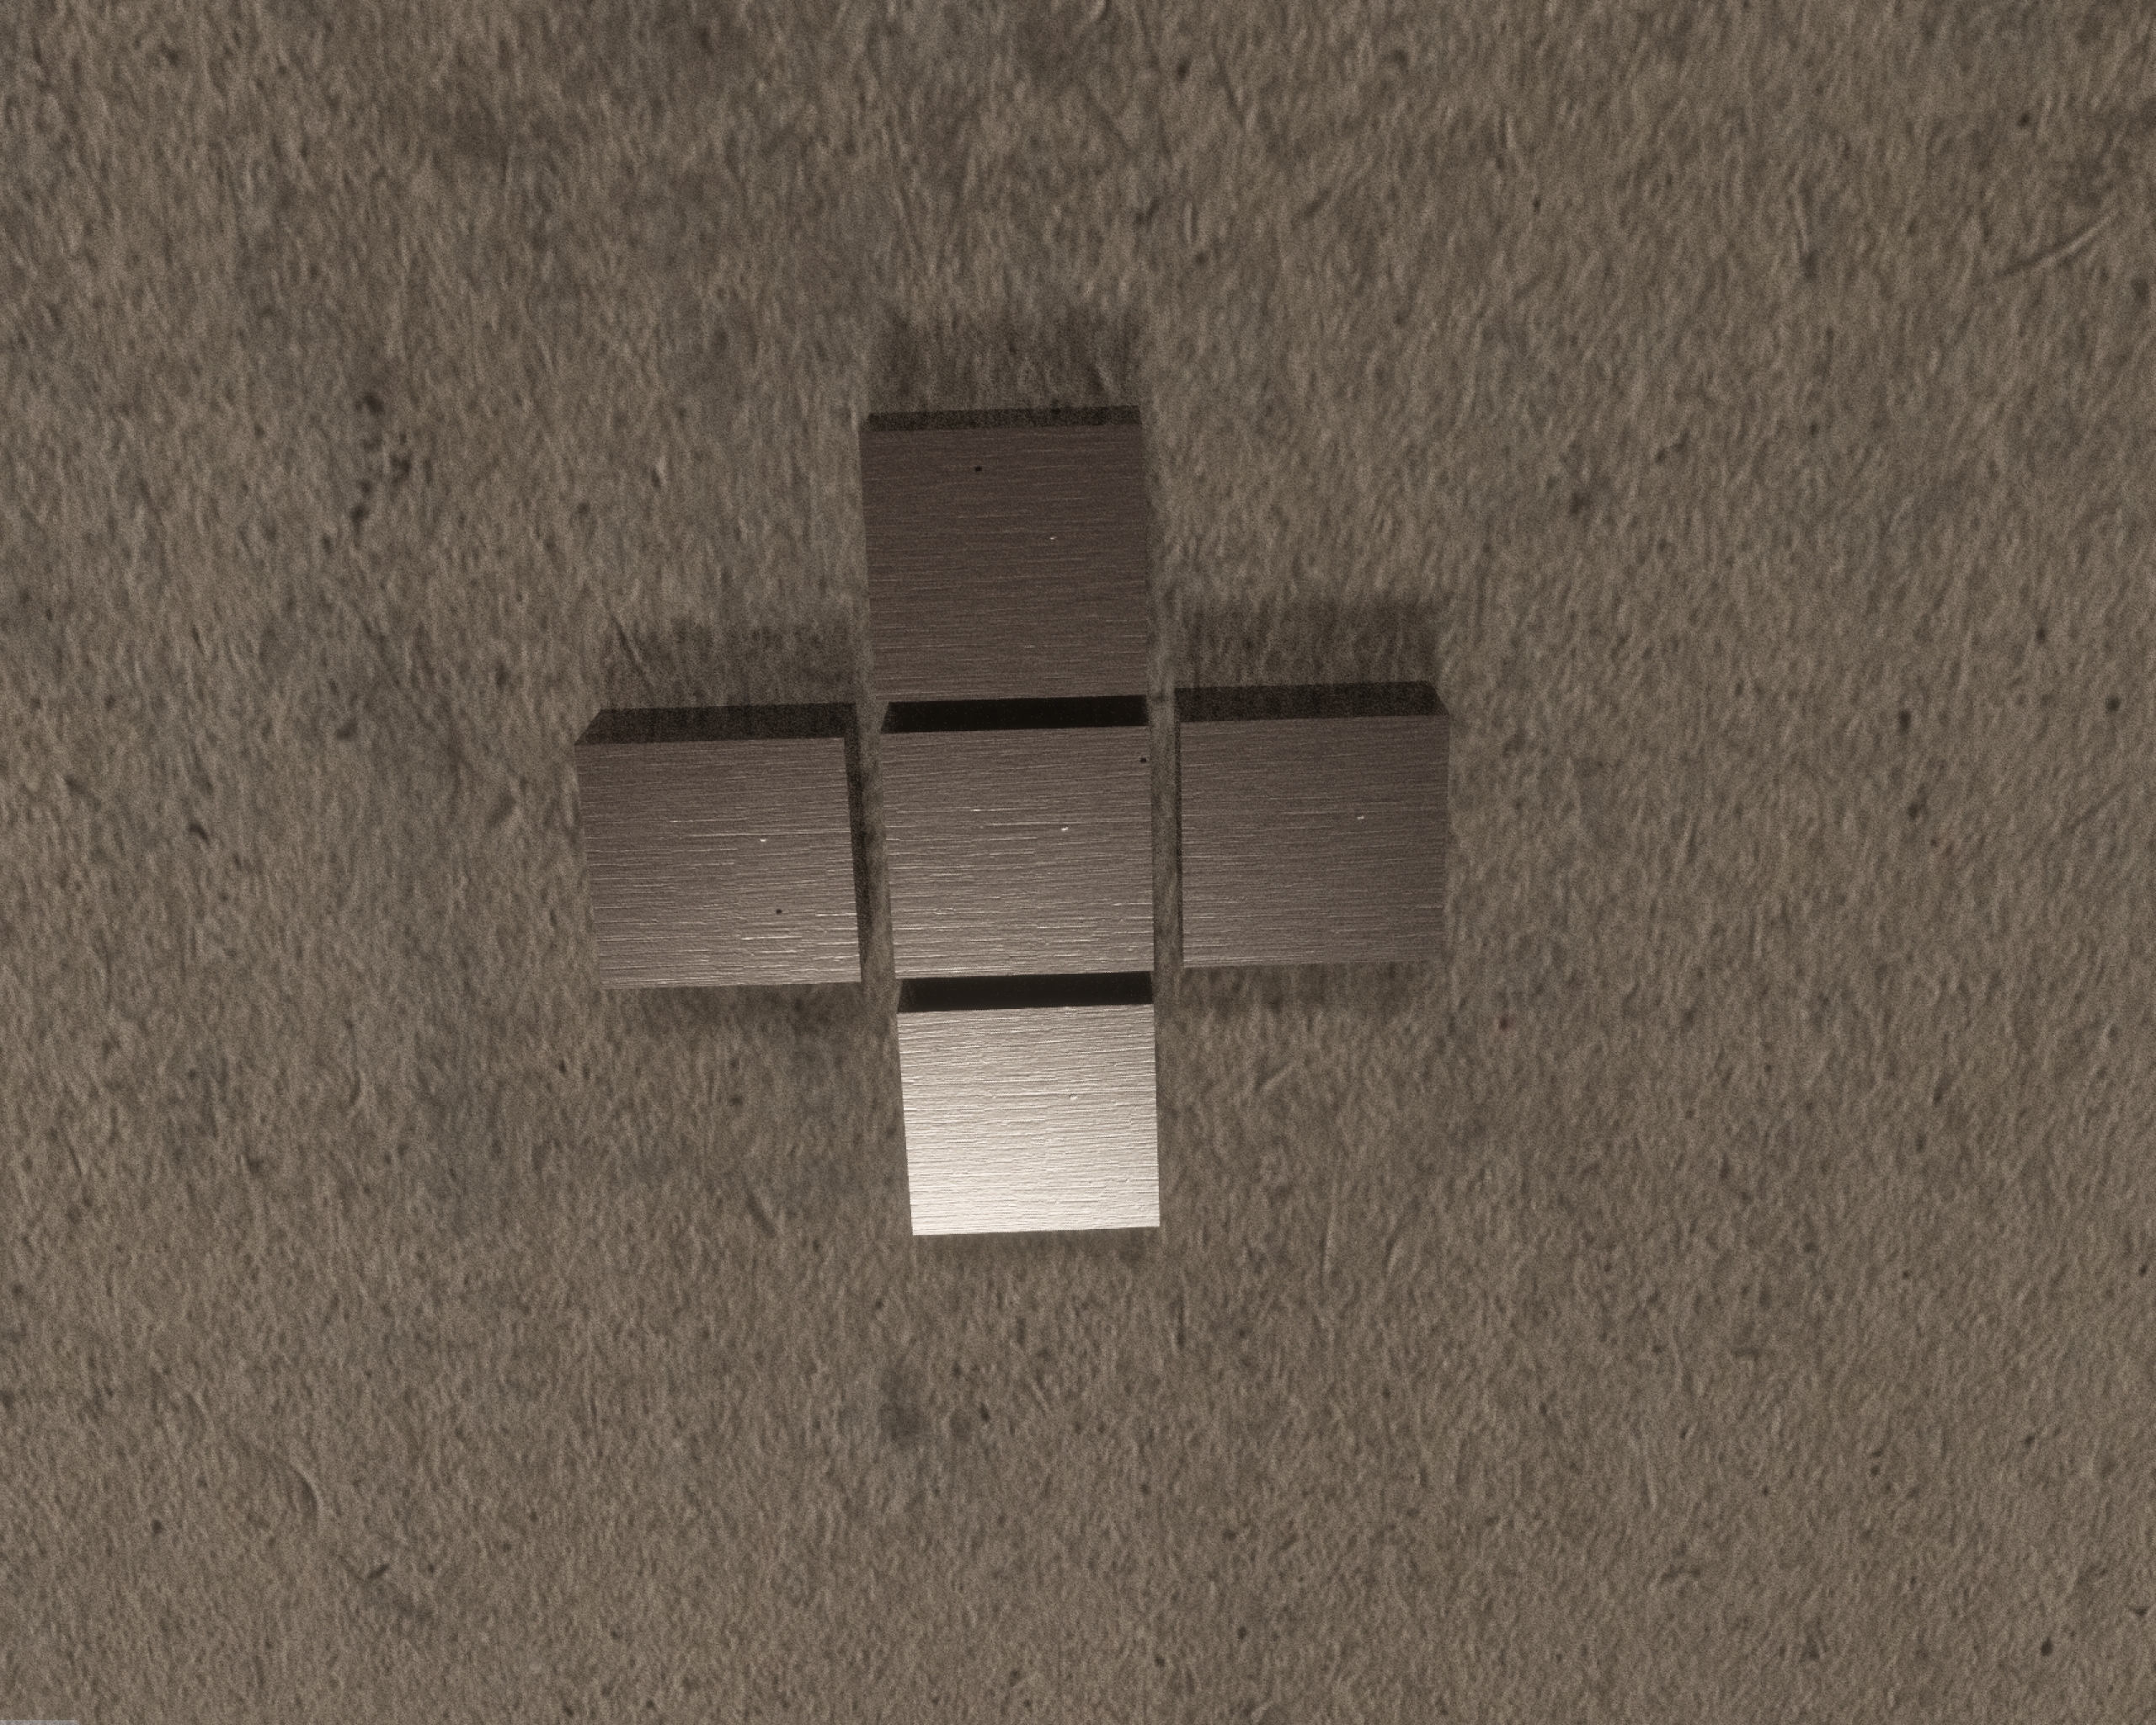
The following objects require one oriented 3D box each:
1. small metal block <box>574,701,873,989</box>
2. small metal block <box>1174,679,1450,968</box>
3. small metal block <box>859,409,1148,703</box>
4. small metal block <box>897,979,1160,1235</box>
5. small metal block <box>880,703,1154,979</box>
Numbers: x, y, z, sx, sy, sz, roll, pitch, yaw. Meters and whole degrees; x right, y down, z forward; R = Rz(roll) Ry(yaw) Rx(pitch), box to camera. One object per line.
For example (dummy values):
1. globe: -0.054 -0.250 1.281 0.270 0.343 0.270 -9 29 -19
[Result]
1. small metal block: -0.068 -0.004 0.409 0.050 0.025 0.050 -2 110 0
2. small metal block: 0.045 -0.008 0.409 0.050 0.025 0.050 -2 110 0
3. small metal block: -0.013 -0.058 0.390 0.050 0.025 0.050 -2 110 0
4. small metal block: -0.009 0.048 0.429 0.050 0.025 0.050 -2 110 0
5. small metal block: -0.011 -0.006 0.409 0.050 0.025 0.050 -2 110 0
